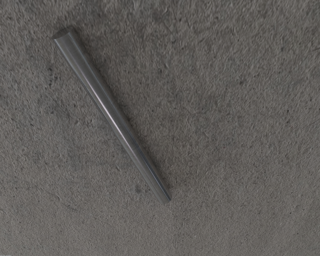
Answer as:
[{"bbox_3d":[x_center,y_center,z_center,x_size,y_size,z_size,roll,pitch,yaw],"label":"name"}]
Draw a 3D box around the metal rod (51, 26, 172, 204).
[{"bbox_3d":[-0.047,0.007,0.412,0.025,0.025,0.299,-17,128,14],"label":"metal rod"}]
